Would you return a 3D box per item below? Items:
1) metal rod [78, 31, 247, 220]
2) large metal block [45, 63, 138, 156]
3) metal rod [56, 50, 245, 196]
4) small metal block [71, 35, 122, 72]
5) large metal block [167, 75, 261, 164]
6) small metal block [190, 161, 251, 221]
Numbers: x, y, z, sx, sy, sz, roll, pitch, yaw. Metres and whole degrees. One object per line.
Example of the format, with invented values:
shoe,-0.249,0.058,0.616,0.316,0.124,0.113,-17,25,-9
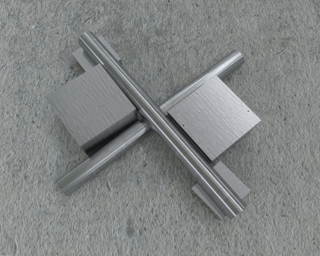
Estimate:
metal rod,-0.007,-0.014,0.387,0.025,0.025,0.300,-38,75,-13
large metal block,-0.085,-0.022,0.402,0.080,0.050,0.080,-35,74,-12
metal rod,-0.004,-0.014,0.415,0.301,0.025,0.025,-37,74,-13
small metal block,-0.089,-0.097,0.445,0.050,0.025,0.050,-36,74,-12
large metal block,0.066,-0.006,0.399,0.080,0.050,0.080,-37,74,-13
small metal block,0.073,0.078,0.382,0.050,0.025,0.050,-41,75,-14
